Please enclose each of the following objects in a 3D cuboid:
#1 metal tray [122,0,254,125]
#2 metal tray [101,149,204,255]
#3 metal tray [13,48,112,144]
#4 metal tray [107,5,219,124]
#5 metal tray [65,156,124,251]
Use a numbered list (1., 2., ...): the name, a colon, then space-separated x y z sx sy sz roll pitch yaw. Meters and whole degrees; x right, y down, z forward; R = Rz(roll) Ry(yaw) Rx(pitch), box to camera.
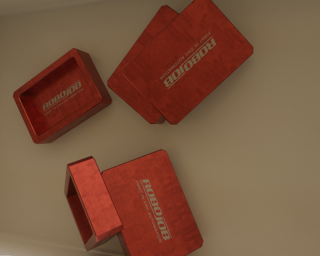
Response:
1. metal tray: 0.032 -0.078 0.368 0.130 0.030 0.090 -43 95 2
2. metal tray: -0.013 0.102 0.383 0.091 0.030 0.129 -19 82 -25
3. metal tray: -0.146 -0.044 0.457 0.130 0.030 0.090 -30 80 17
4. metal tray: 0.003 -0.080 0.406 0.090 0.030 0.130 42 103 15
5. metal tray: -0.088 0.100 0.387 0.030 0.129 0.090 -19 72 -26
